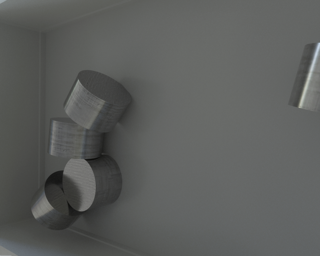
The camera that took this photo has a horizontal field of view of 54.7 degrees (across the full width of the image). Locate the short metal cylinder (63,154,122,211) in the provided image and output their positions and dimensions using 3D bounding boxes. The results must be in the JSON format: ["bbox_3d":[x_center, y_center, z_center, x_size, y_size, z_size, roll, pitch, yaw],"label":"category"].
[{"bbox_3d":[-0.104,0.082,0.474,0.080,0.050,0.079,0,90,39],"label":"short metal cylinder"}]

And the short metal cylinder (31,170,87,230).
[{"bbox_3d":[-0.157,0.115,0.497,0.050,0.081,0.080,-45,64,31],"label":"short metal cylinder"}]

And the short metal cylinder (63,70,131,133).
[{"bbox_3d":[-0.089,-0.039,0.442,0.080,0.081,0.050,49,119,28],"label":"short metal cylinder"}]

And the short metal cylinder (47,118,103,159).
[{"bbox_3d":[-0.127,0.014,0.473,0.080,0.081,0.050,12,97,39],"label":"short metal cylinder"}]

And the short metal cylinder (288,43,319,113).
[{"bbox_3d":[0.151,-0.034,0.246,0.080,0.081,0.050,20,103,38],"label":"short metal cylinder"}]
